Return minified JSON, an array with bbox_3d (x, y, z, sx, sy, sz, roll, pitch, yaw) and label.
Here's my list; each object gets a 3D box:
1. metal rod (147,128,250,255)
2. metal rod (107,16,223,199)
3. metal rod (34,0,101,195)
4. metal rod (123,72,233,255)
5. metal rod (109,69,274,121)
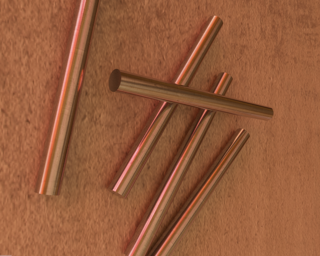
[{"bbox_3d":[0.053,0.107,0.451,0.301,0.025,0.025,-48,119,-29],"label":"metal rod"},{"bbox_3d":[0.017,-0.043,0.421,0.025,0.025,0.300,44,63,-31],"label":"metal rod"},{"bbox_3d":[-0.088,-0.080,0.331,0.025,0.025,0.299,16,80,-39],"label":"metal rod"},{"bbox_3d":[0.035,0.040,0.436,0.025,0.025,0.300,45,63,-31],"label":"metal rod"},{"bbox_3d":[0.066,-0.038,0.428,0.302,0.025,0.025,7,86,-40],"label":"metal rod"}]
